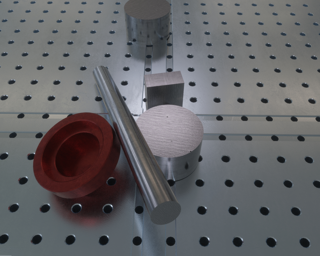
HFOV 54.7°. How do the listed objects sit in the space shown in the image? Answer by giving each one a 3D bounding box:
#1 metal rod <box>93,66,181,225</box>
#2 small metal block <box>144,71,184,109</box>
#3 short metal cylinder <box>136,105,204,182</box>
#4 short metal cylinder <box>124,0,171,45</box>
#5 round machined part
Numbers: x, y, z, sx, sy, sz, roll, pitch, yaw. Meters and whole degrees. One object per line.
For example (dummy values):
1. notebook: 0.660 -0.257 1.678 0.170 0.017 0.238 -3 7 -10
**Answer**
1. metal rod: -0.043 -0.009 0.359 0.025 0.025 0.300 -15 35 -13
2. small metal block: 0.005 -0.050 0.433 0.050 0.050 0.025 -8 51 -7
3. short metal cylinder: 0.010 0.018 0.376 0.081 0.050 0.080 0 49 0
4. short metal cylinder: -0.022 -0.193 0.553 0.081 0.050 0.080 0 50 0
5. round machined part: -0.090 0.034 0.354 0.098 0.042 0.098 -10 56 16
